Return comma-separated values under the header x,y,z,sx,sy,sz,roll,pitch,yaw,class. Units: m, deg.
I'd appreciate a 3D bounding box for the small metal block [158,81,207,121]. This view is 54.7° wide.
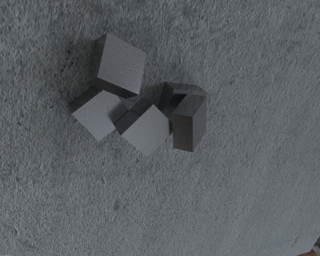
x,y,z,sx,sy,sz,roll,pitch,yaw,class
0.027,-0.031,0.406,0.050,0.025,0.050,2,118,-30,small metal block

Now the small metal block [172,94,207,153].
x,y,z,sx,sy,sz,roll,pitch,yaw,class
0.037,-0.007,0.377,0.050,0.025,0.050,-51,145,-48,small metal block

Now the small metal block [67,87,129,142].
x,y,z,sx,sy,sz,roll,pitch,yaw,class
-0.069,-0.021,0.358,0.050,0.025,0.050,-38,130,-3,small metal block

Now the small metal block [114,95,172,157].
x,y,z,sx,sy,sz,roll,pitch,yaw,class
-0.016,-0.002,0.366,0.050,0.025,0.050,-44,130,2,small metal block

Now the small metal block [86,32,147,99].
x,y,z,sx,sy,sz,roll,pitch,yaw,class
-0.046,-0.064,0.330,0.050,0.025,0.050,20,71,-36,small metal block
